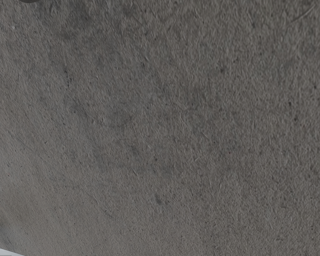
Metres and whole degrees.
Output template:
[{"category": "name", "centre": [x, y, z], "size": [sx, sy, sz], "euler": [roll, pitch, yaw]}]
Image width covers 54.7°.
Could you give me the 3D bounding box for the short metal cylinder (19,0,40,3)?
[{"category": "short metal cylinder", "centre": [-0.148, -0.185, 0.335], "size": [0.050, 0.080, 0.080], "euler": [39, 129, 2]}]
